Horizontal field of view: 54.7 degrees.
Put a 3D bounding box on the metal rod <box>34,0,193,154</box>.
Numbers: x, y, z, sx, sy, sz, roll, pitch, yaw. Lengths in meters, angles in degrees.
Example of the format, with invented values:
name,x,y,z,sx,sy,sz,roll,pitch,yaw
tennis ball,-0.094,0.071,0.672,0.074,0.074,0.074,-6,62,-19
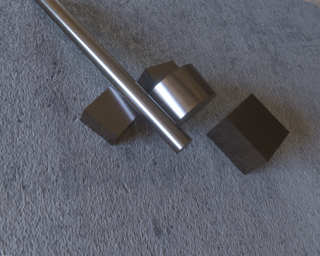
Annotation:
name,x,y,z,sx,sy,sz,roll,pitch,yaw
metal rod,-0.071,-0.085,0.397,0.300,0.025,0.025,47,51,13

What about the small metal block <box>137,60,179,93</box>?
name,x,y,z,sx,sy,sz,roll,pitch,yaw
small metal block,-0.004,-0.063,0.425,0.050,0.050,0.025,-25,76,-37

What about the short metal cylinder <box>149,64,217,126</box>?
name,x,y,z,sx,sy,sz,roll,pitch,yaw
short metal cylinder,0.028,-0.039,0.409,0.081,0.080,0.050,-32,80,-38

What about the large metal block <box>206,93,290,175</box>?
name,x,y,z,sx,sy,sz,roll,pitch,yaw
large metal block,0.130,0.008,0.455,0.080,0.050,0.080,48,51,5

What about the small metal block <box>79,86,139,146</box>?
name,x,y,z,sx,sy,sz,roll,pitch,yaw
small metal block,-0.061,-0.015,0.382,0.050,0.025,0.050,39,51,-2
